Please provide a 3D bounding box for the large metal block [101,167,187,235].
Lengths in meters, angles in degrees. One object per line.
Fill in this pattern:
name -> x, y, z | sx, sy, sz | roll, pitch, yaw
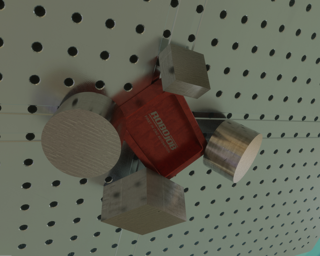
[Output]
large metal block -> -0.022, 0.104, 0.425 | 0.080, 0.050, 0.080 | -28, 136, 29

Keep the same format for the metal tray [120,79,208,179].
metal tray -> 0.004, 0.008, 0.414 | 0.090, 0.030, 0.130 | -36, 129, -5

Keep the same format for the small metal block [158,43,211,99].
small metal block -> 0.029, -0.066, 0.366 | 0.050, 0.050, 0.025 | 9, 151, -32

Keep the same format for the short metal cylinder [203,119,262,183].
short metal cylinder -> 0.107, 0.033, 0.454 | 0.080, 0.050, 0.079 | -39, 145, -34

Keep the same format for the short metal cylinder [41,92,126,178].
short metal cylinder -> -0.080, 0.007, 0.336 | 0.081, 0.050, 0.079 | 0, 116, 0
